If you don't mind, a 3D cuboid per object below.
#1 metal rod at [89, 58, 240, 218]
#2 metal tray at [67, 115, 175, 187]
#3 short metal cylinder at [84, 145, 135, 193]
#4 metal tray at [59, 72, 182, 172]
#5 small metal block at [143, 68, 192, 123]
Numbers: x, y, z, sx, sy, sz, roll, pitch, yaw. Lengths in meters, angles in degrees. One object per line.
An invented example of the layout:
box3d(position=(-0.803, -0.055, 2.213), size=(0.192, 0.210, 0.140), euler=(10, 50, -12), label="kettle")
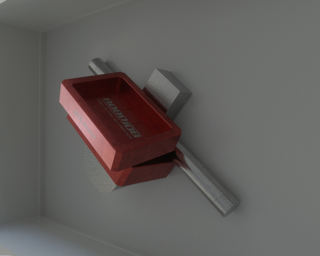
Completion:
box3d(position=(-0.011, -0.005, 0.414), size=(0.300, 0.025, 0.025), euler=(46, 118, 29), label="metal rod")
box3d(position=(-0.050, 0.013, 0.401), size=(0.130, 0.091, 0.030), euler=(47, 118, 29), label="metal tray")
box3d(position=(-0.061, 0.044, 0.430), size=(0.080, 0.050, 0.079), euler=(10, 104, 44), label="short metal cylinder")
box3d(position=(-0.049, -0.015, 0.368), size=(0.130, 0.091, 0.030), euler=(47, 135, 29), label="metal tray")
box3d(position=(0.005, -0.041, 0.399), size=(0.050, 0.025, 0.050), euler=(48, 118, 29), label="small metal block")
